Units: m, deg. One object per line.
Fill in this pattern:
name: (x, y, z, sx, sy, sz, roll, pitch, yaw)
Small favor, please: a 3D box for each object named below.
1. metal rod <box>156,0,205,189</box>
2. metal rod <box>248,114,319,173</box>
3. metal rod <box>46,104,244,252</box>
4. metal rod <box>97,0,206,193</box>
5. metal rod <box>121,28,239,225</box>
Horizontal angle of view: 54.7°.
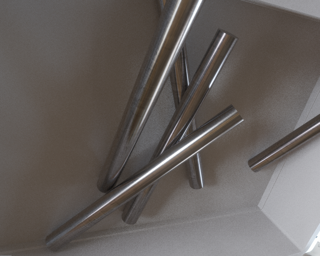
metal rod: (0.033, -0.029, 0.408, 0.025, 0.025, 0.298, -23, 127, -14)
metal rod: (0.253, -0.017, 0.457, 0.025, 0.025, 0.299, 18, 134, -35)
metal rod: (-0.027, 0.069, 0.394, 0.300, 0.025, 0.025, -36, 130, 10)
metal rod: (-0.024, -0.012, 0.310, 0.025, 0.025, 0.298, -4, 145, -27)
metal rod: (0.014, 0.017, 0.402, 0.025, 0.025, 0.298, 9, 121, -32)
